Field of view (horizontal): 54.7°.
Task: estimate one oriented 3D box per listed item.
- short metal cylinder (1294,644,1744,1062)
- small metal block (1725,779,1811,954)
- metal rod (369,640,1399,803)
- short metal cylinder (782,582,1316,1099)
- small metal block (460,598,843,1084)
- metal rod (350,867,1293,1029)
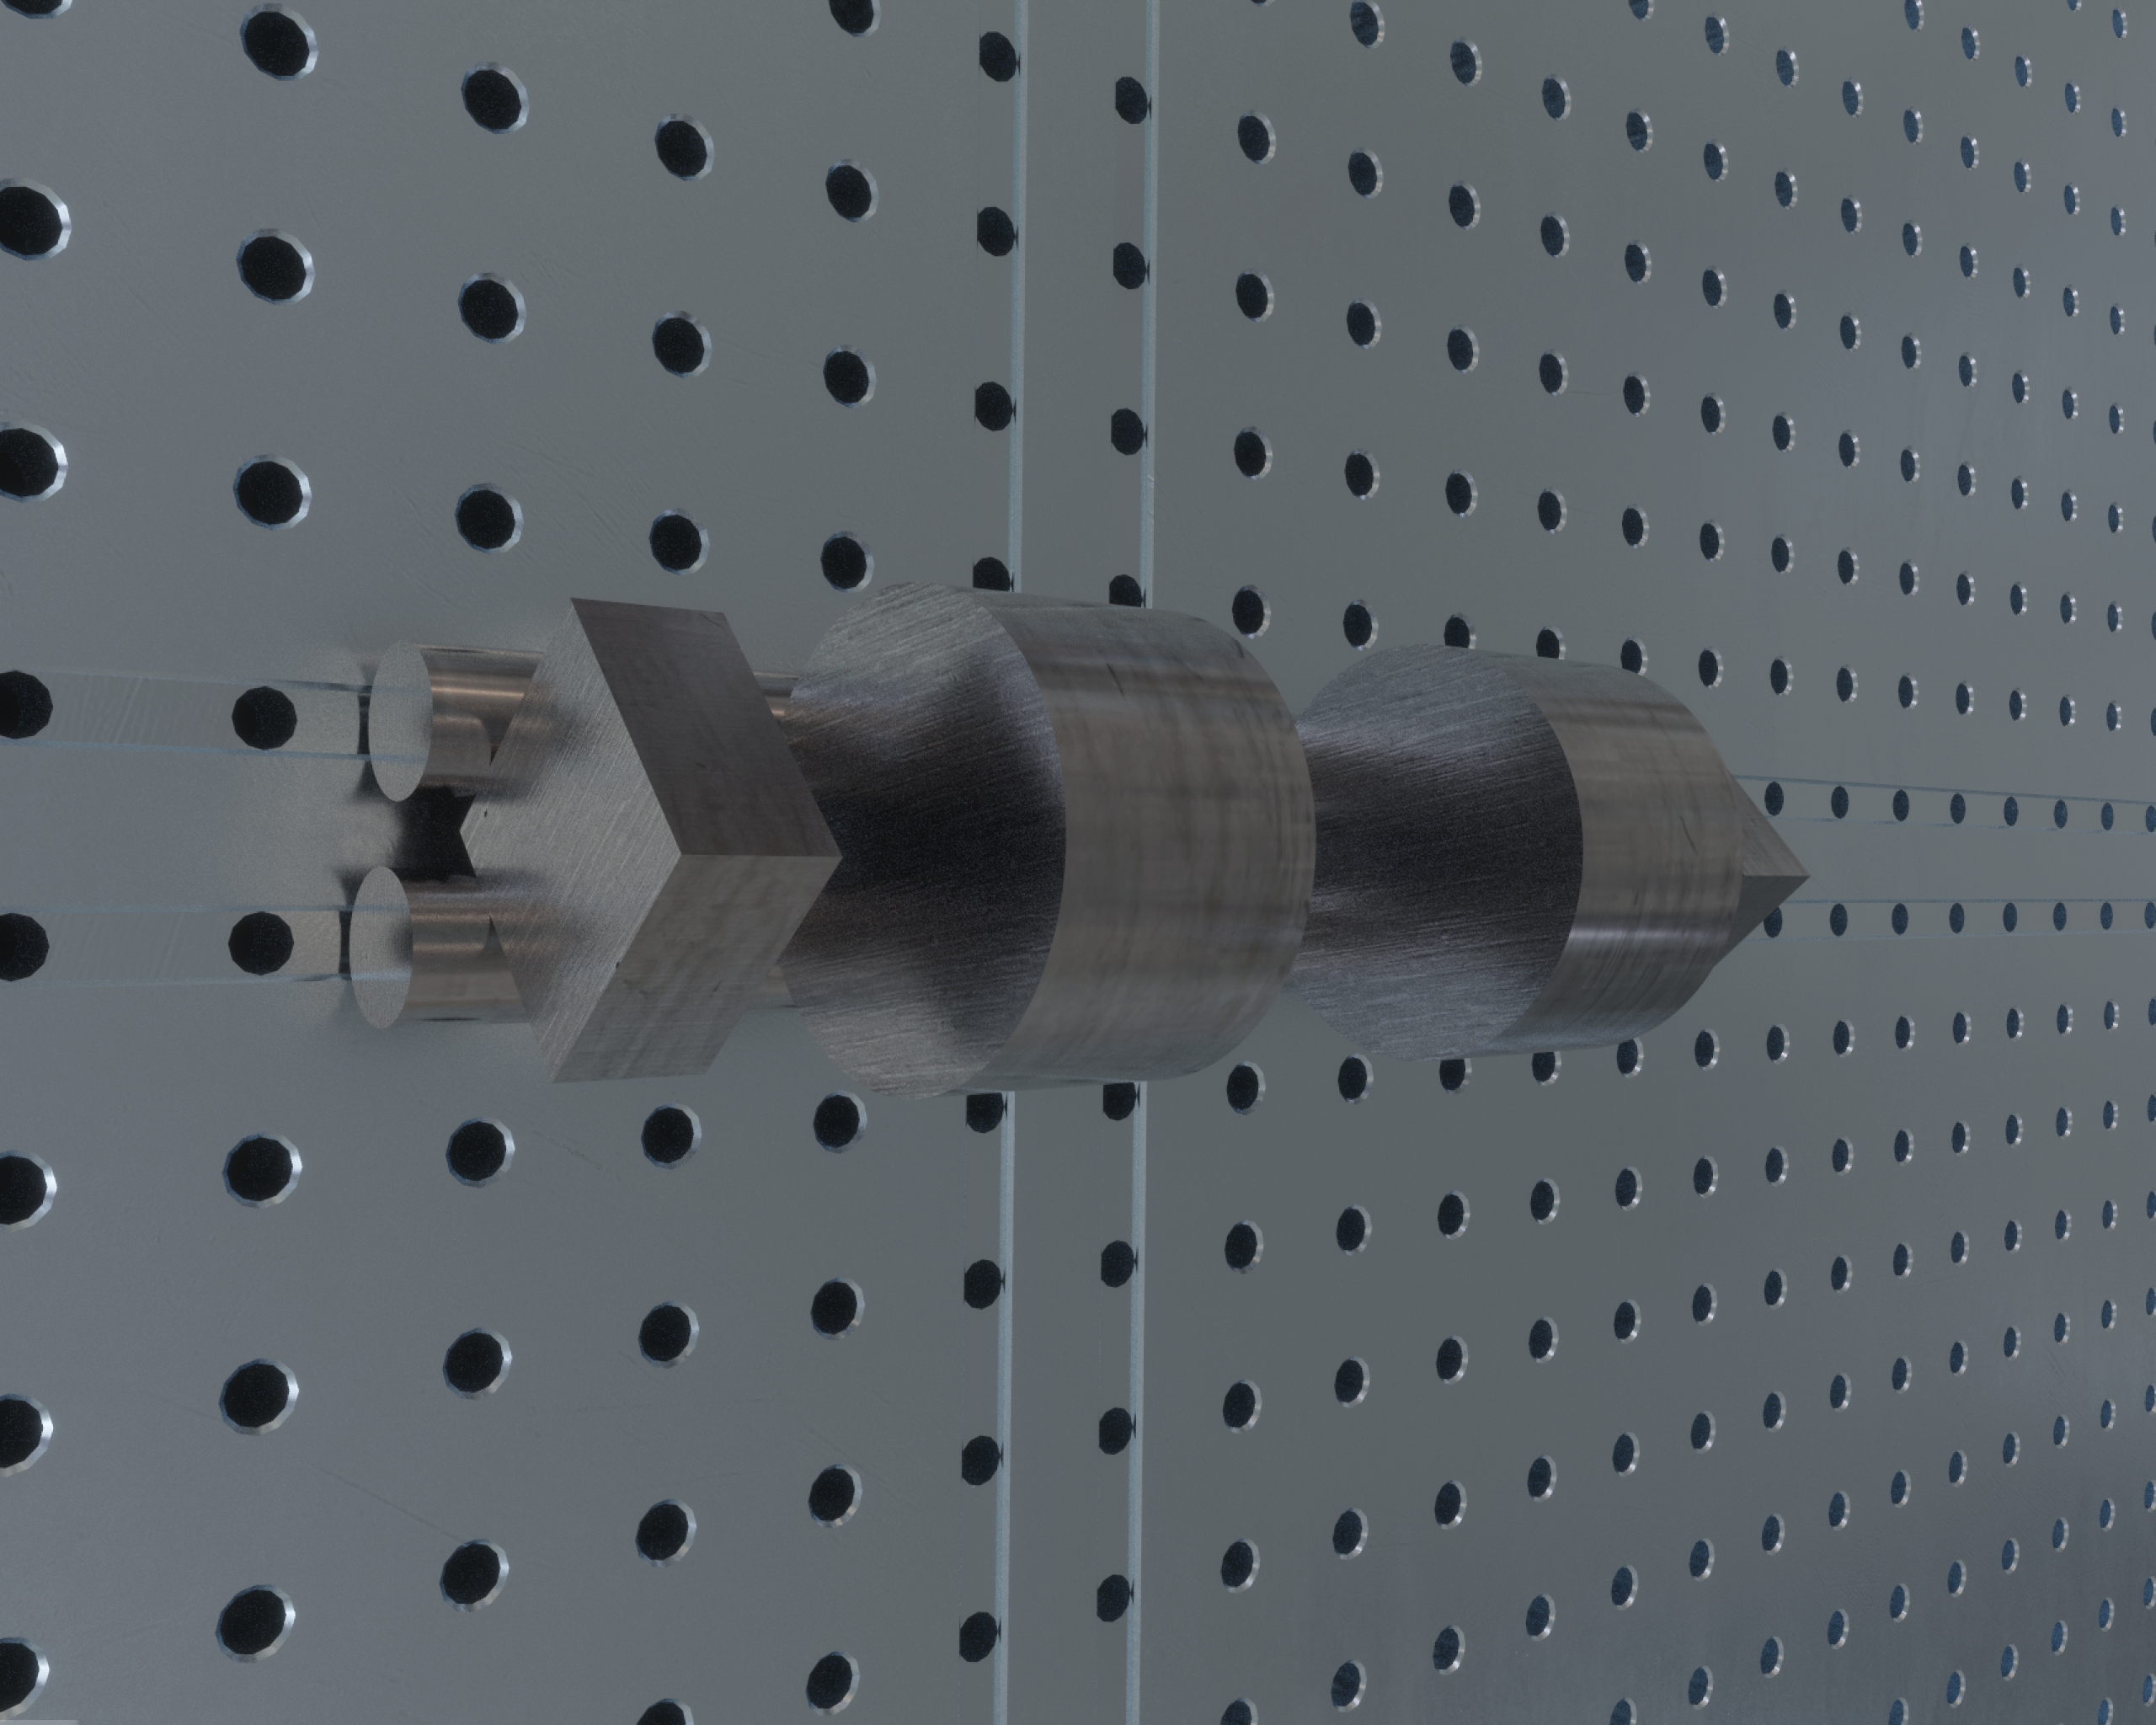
[{"bbox_3d":[0.083,-0.002,0.414,0.050,0.080,0.080,1,90,-40],"label":"short metal cylinder"},{"bbox_3d":[0.126,0.000,0.469,0.025,0.050,0.050,1,49,-40],"label":"small metal block"},{"bbox_3d":[0.011,-0.020,0.419,0.302,0.025,0.025,1,90,-40],"label":"metal rod"},{"bbox_3d":[-0.008,-0.003,0.338,0.050,0.080,0.080,1,90,-40],"label":"short metal cylinder"},{"bbox_3d":[-0.065,-0.003,0.309,0.025,0.050,0.050,1,47,-40],"label":"small metal block"},{"bbox_3d":[0.009,0.015,0.417,0.302,0.025,0.025,1,90,-40],"label":"metal rod"}]
